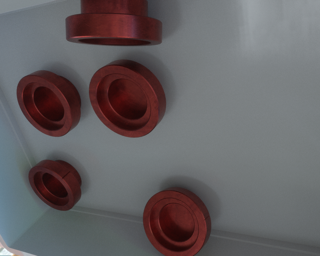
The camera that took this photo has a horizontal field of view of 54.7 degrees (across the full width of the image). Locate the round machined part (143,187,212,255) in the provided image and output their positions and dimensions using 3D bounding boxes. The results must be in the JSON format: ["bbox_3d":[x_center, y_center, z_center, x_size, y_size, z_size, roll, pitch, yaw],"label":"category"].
[{"bbox_3d":[0.028,0.134,0.450,0.098,0.042,0.097,2,94,28],"label":"round machined part"}]

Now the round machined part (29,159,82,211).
[{"bbox_3d":[-0.180,0.096,0.553,0.098,0.042,0.097,13,124,21],"label":"round machined part"}]

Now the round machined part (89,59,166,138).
[{"bbox_3d":[-0.037,-0.040,0.392,0.098,0.042,0.097,13,124,21],"label":"round machined part"}]

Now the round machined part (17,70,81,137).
[{"bbox_3d":[-0.157,-0.039,0.457,0.098,0.042,0.097,13,124,21],"label":"round machined part"}]

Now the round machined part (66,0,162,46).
[{"bbox_3d":[-0.047,-0.111,0.322,0.098,0.099,0.042,6,101,25],"label":"round machined part"}]
